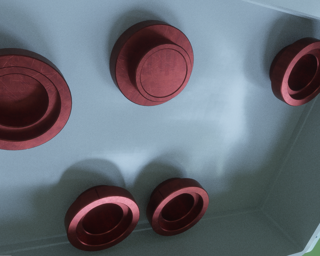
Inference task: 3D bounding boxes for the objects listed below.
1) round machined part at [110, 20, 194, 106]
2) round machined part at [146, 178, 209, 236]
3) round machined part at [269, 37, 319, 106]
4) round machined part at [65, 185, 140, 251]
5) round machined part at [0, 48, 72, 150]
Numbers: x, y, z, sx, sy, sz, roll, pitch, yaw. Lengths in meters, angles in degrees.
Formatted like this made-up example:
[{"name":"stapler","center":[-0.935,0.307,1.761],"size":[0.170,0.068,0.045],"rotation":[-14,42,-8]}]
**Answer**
[{"name":"round machined part","center":[-0.004,-0.069,0.353],"size":[0.099,0.042,0.097],"rotation":[-14,124,-21]},{"name":"round machined part","center":[0.023,0.117,0.482],"size":[0.099,0.042,0.097],"rotation":[-14,124,-21]},{"name":"round machined part","center":[0.202,-0.085,0.455],"size":[0.099,0.042,0.097],"rotation":[-14,124,-21]},{"name":"round machined part","center":[-0.081,0.118,0.426],"size":[0.099,0.042,0.097],"rotation":[-14,124,-21]},{"name":"round machined part","center":[-0.140,-0.030,0.302],"size":[0.099,0.042,0.097],"rotation":[-14,124,-21]}]
